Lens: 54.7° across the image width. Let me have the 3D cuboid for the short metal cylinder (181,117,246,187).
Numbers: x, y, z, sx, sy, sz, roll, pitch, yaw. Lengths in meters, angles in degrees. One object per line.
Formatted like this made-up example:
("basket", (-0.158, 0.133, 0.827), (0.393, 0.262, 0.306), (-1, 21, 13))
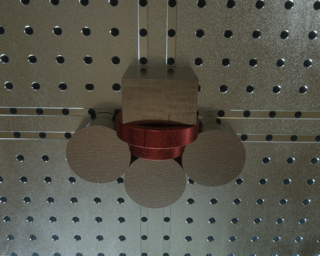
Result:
("short metal cylinder", (0.068, 0.030, 0.412), (0.081, 0.050, 0.079), (0, 110, 0))

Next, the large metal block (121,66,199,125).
("large metal block", (0.000, -0.041, 0.368), (0.081, 0.080, 0.050), (1, 110, -1))

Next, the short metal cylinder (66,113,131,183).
("short metal cylinder", (-0.077, 0.026, 0.409), (0.081, 0.050, 0.079), (0, 110, 0))

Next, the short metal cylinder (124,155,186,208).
("short metal cylinder", (-0.006, 0.062, 0.423), (0.081, 0.050, 0.079), (0, 110, 0))

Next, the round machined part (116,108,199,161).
("round machined part", (-0.003, 0.006, 0.375), (0.099, 0.098, 0.042), (2, 110, -1))
